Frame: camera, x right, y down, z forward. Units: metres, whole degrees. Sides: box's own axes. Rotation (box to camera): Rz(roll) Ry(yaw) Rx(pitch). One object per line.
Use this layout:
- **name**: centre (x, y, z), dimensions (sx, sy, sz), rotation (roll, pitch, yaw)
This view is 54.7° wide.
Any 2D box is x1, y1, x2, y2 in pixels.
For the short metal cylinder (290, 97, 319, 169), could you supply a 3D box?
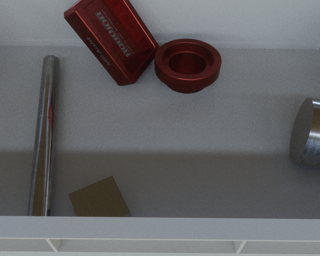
- **short metal cylinder**: centre (0.192, 0.008, 0.365), dimensions (0.050, 0.080, 0.080), rotation (13, 51, 10)

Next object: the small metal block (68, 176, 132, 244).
- **small metal block**: centre (-0.064, 0.086, 0.332), dimensions (0.050, 0.025, 0.050), rotation (-22, 54, -18)

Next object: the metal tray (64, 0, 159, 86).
- **metal tray**: centre (-0.063, -0.138, 0.452), dimensions (0.030, 0.130, 0.090), rotation (-4, 44, 45)

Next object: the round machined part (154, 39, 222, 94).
- **round machined part**: centre (0.041, -0.090, 0.470), dimensions (0.099, 0.042, 0.098), rotation (0, 50, 0)

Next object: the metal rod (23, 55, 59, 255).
- **metal rod**: centre (-0.146, 0.008, 0.396), dimensions (0.025, 0.025, 0.300), rotation (-7, 50, -7)
